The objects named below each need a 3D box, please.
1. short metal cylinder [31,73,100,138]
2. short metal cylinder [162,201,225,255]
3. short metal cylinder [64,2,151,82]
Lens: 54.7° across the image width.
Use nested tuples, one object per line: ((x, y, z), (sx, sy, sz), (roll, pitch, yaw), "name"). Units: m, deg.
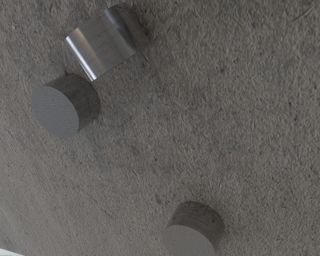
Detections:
((-0.133, -0.032, 0.441), (0.080, 0.050, 0.079), (13, 124, 21), "short metal cylinder")
((0.050, 0.157, 0.461), (0.080, 0.050, 0.079), (13, 124, 21), "short metal cylinder")
((-0.057, -0.094, 0.343), (0.080, 0.080, 0.050), (-23, 106, 36), "short metal cylinder")
